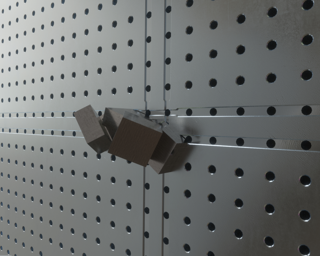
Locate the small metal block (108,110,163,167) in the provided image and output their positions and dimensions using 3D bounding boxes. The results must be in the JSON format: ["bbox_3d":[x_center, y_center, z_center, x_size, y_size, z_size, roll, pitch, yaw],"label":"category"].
[{"bbox_3d":[-0.030,0.013,0.381,0.050,0.025,0.050,22,109,-9],"label":"small metal block"}]

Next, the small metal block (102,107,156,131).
[{"bbox_3d":[-0.042,-0.008,0.426,0.050,0.050,0.025,24,105,37],"label":"small metal block"}]

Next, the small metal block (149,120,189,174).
[{"bbox_3d":[0.001,0.024,0.407,0.050,0.025,0.050,43,116,31],"label":"small metal block"}]

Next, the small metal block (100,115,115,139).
[{"bbox_3d":[-0.074,0.005,0.468,0.050,0.025,0.050,-24,75,37],"label":"small metal block"}]

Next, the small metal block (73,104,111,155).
[{"bbox_3d":[-0.091,0.003,0.429,0.025,0.050,0.050,-28,68,-4],"label":"small metal block"}]
